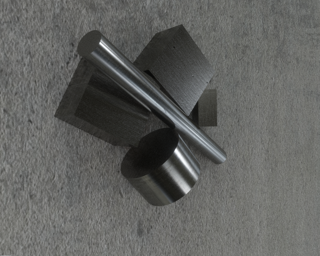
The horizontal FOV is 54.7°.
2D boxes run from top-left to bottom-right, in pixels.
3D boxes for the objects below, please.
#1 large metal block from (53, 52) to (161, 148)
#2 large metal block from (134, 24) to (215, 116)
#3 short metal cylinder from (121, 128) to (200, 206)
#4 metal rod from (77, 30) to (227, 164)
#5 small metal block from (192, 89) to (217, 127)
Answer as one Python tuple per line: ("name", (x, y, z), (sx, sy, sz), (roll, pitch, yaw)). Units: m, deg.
("large metal block", (-0.056, -0.032, 0.343), (0.080, 0.050, 0.080), (31, 71, -36))
("large metal block", (0.015, -0.071, 0.399), (0.080, 0.050, 0.080), (47, 62, -30))
("short metal cylinder", (0.001, 0.045, 0.370), (0.080, 0.080, 0.050), (-51, 121, -27))
("metal rod", (0.017, -0.012, 0.367), (0.301, 0.025, 0.025), (37, 66, -51))
("small metal block", (0.062, -0.027, 0.438), (0.025, 0.050, 0.050), (-1, 92, -4))
